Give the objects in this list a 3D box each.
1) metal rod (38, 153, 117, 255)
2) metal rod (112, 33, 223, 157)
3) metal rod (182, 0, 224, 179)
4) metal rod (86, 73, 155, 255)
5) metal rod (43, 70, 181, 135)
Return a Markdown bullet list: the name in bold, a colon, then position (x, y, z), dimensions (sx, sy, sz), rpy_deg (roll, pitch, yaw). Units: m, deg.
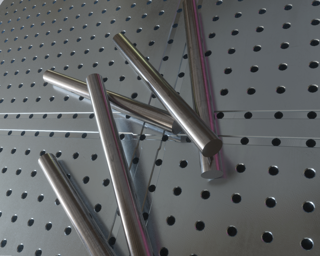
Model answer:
- **metal rod**: position (-0.084, 0.127, 0.372), dimensions (0.025, 0.025, 0.300), rpy_deg (-45, 51, -3)
- **metal rod**: position (-0.007, -0.065, 0.432), dimensions (0.025, 0.025, 0.300), rpy_deg (-38, 46, 2)
- **metal rod**: position (0.053, -0.075, 0.424), dimensions (0.025, 0.025, 0.299), rpy_deg (-15, 56, 19)
- **metal rod**: position (-0.053, 0.046, 0.388), dimensions (0.025, 0.025, 0.299), rpy_deg (-28, 58, 11)
- **metal rod**: position (-0.090, -0.049, 0.483), dimensions (0.300, 0.025, 0.025), rpy_deg (22, 74, 35)
